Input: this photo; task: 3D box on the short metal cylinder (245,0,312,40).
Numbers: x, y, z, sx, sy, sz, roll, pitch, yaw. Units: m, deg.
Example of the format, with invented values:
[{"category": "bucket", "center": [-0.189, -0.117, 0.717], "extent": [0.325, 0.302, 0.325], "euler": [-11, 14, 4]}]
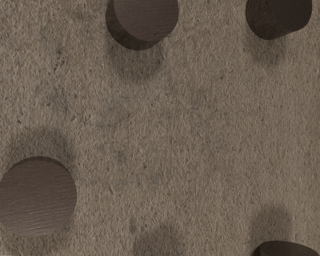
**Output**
[{"category": "short metal cylinder", "center": [0.177, -0.178, 0.463], "extent": [0.081, 0.050, 0.079], "euler": [0, 90, -21]}]

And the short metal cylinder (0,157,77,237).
[{"category": "short metal cylinder", "center": [-0.137, 0.074, 0.346], "extent": [0.081, 0.050, 0.079], "euler": [0, 90, -21]}]

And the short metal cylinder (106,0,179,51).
[{"category": "short metal cylinder", "center": [-0.023, -0.142, 0.388], "extent": [0.081, 0.050, 0.079], "euler": [0, 90, -21]}]

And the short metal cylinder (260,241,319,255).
[{"category": "short metal cylinder", "center": [0.187, 0.204, 0.451], "extent": [0.081, 0.080, 0.050], "euler": [2, 90, -20]}]
